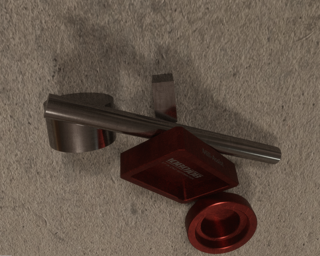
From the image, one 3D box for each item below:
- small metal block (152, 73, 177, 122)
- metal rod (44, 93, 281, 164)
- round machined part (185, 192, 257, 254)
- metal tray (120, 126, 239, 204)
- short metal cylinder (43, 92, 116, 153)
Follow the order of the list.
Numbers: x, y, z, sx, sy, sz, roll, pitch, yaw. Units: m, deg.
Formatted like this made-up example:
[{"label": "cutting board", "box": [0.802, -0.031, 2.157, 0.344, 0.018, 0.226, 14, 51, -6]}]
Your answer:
[{"label": "small metal block", "box": [0.006, -0.037, 0.383, 0.025, 0.050, 0.050, -5, 110, 2]}, {"label": "metal rod", "box": [0.023, 0.008, 0.366, 0.302, 0.025, 0.025, 13, 111, -24]}, {"label": "round machined part", "box": [0.084, 0.130, 0.445, 0.099, 0.042, 0.097, -3, 118, -5]}, {"label": "metal tray", "box": [0.026, 0.052, 0.381, 0.090, 0.030, 0.130, -27, 140, 29]}, {"label": "short metal cylinder", "box": [-0.095, -0.009, 0.376, 0.081, 0.080, 0.050, -1, 110, 0]}]
